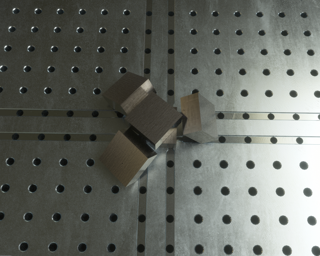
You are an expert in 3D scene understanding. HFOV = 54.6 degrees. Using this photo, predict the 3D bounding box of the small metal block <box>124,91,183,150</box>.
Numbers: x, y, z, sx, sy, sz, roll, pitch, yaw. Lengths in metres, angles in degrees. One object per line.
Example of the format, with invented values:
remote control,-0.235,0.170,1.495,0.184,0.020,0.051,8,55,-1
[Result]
small metal block,-0.008,-0.009,0.388,0.050,0.025,0.050,40,74,12

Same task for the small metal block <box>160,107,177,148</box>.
small metal block,-0.003,-0.001,0.412,0.050,0.025,0.050,1,73,0

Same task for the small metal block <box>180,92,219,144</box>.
small metal block,0.051,-0.011,0.400,0.025,0.050,0.050,-15,67,30

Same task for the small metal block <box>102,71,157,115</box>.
small metal block,-0.041,-0.046,0.415,0.050,0.025,0.050,-45,40,-15

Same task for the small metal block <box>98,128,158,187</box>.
small metal block,-0.040,0.036,0.385,0.050,0.025,0.050,43,113,14
